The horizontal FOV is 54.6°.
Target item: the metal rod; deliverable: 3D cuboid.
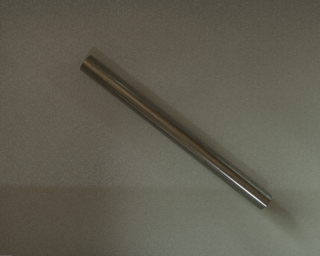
[{"bbox_3d":[0.021,0.006,0.411,0.300,0.025,0.025,38,90,0],"label":"metal rod"}]
